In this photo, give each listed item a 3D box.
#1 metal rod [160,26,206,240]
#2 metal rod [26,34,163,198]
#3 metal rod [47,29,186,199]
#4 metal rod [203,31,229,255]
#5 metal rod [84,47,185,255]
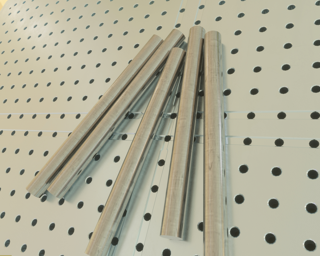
[{"bbox_3d":[0.034,-0.014,0.400,0.025,0.025,0.300,-5,59,26],"label":"metal rod"},{"bbox_3d":[-0.092,-0.023,0.471,0.025,0.025,0.300,31,79,38],"label":"metal rod"},{"bbox_3d":[-0.059,-0.027,0.457,0.025,0.025,0.300,29,77,37],"label":"metal rod"},{"bbox_3d":[0.065,-0.002,0.376,0.025,0.025,0.300,-9,57,23],"label":"metal rod"},{"bbox_3d":[-0.023,0.018,0.411,0.025,0.025,0.300,8,66,32],"label":"metal rod"}]
